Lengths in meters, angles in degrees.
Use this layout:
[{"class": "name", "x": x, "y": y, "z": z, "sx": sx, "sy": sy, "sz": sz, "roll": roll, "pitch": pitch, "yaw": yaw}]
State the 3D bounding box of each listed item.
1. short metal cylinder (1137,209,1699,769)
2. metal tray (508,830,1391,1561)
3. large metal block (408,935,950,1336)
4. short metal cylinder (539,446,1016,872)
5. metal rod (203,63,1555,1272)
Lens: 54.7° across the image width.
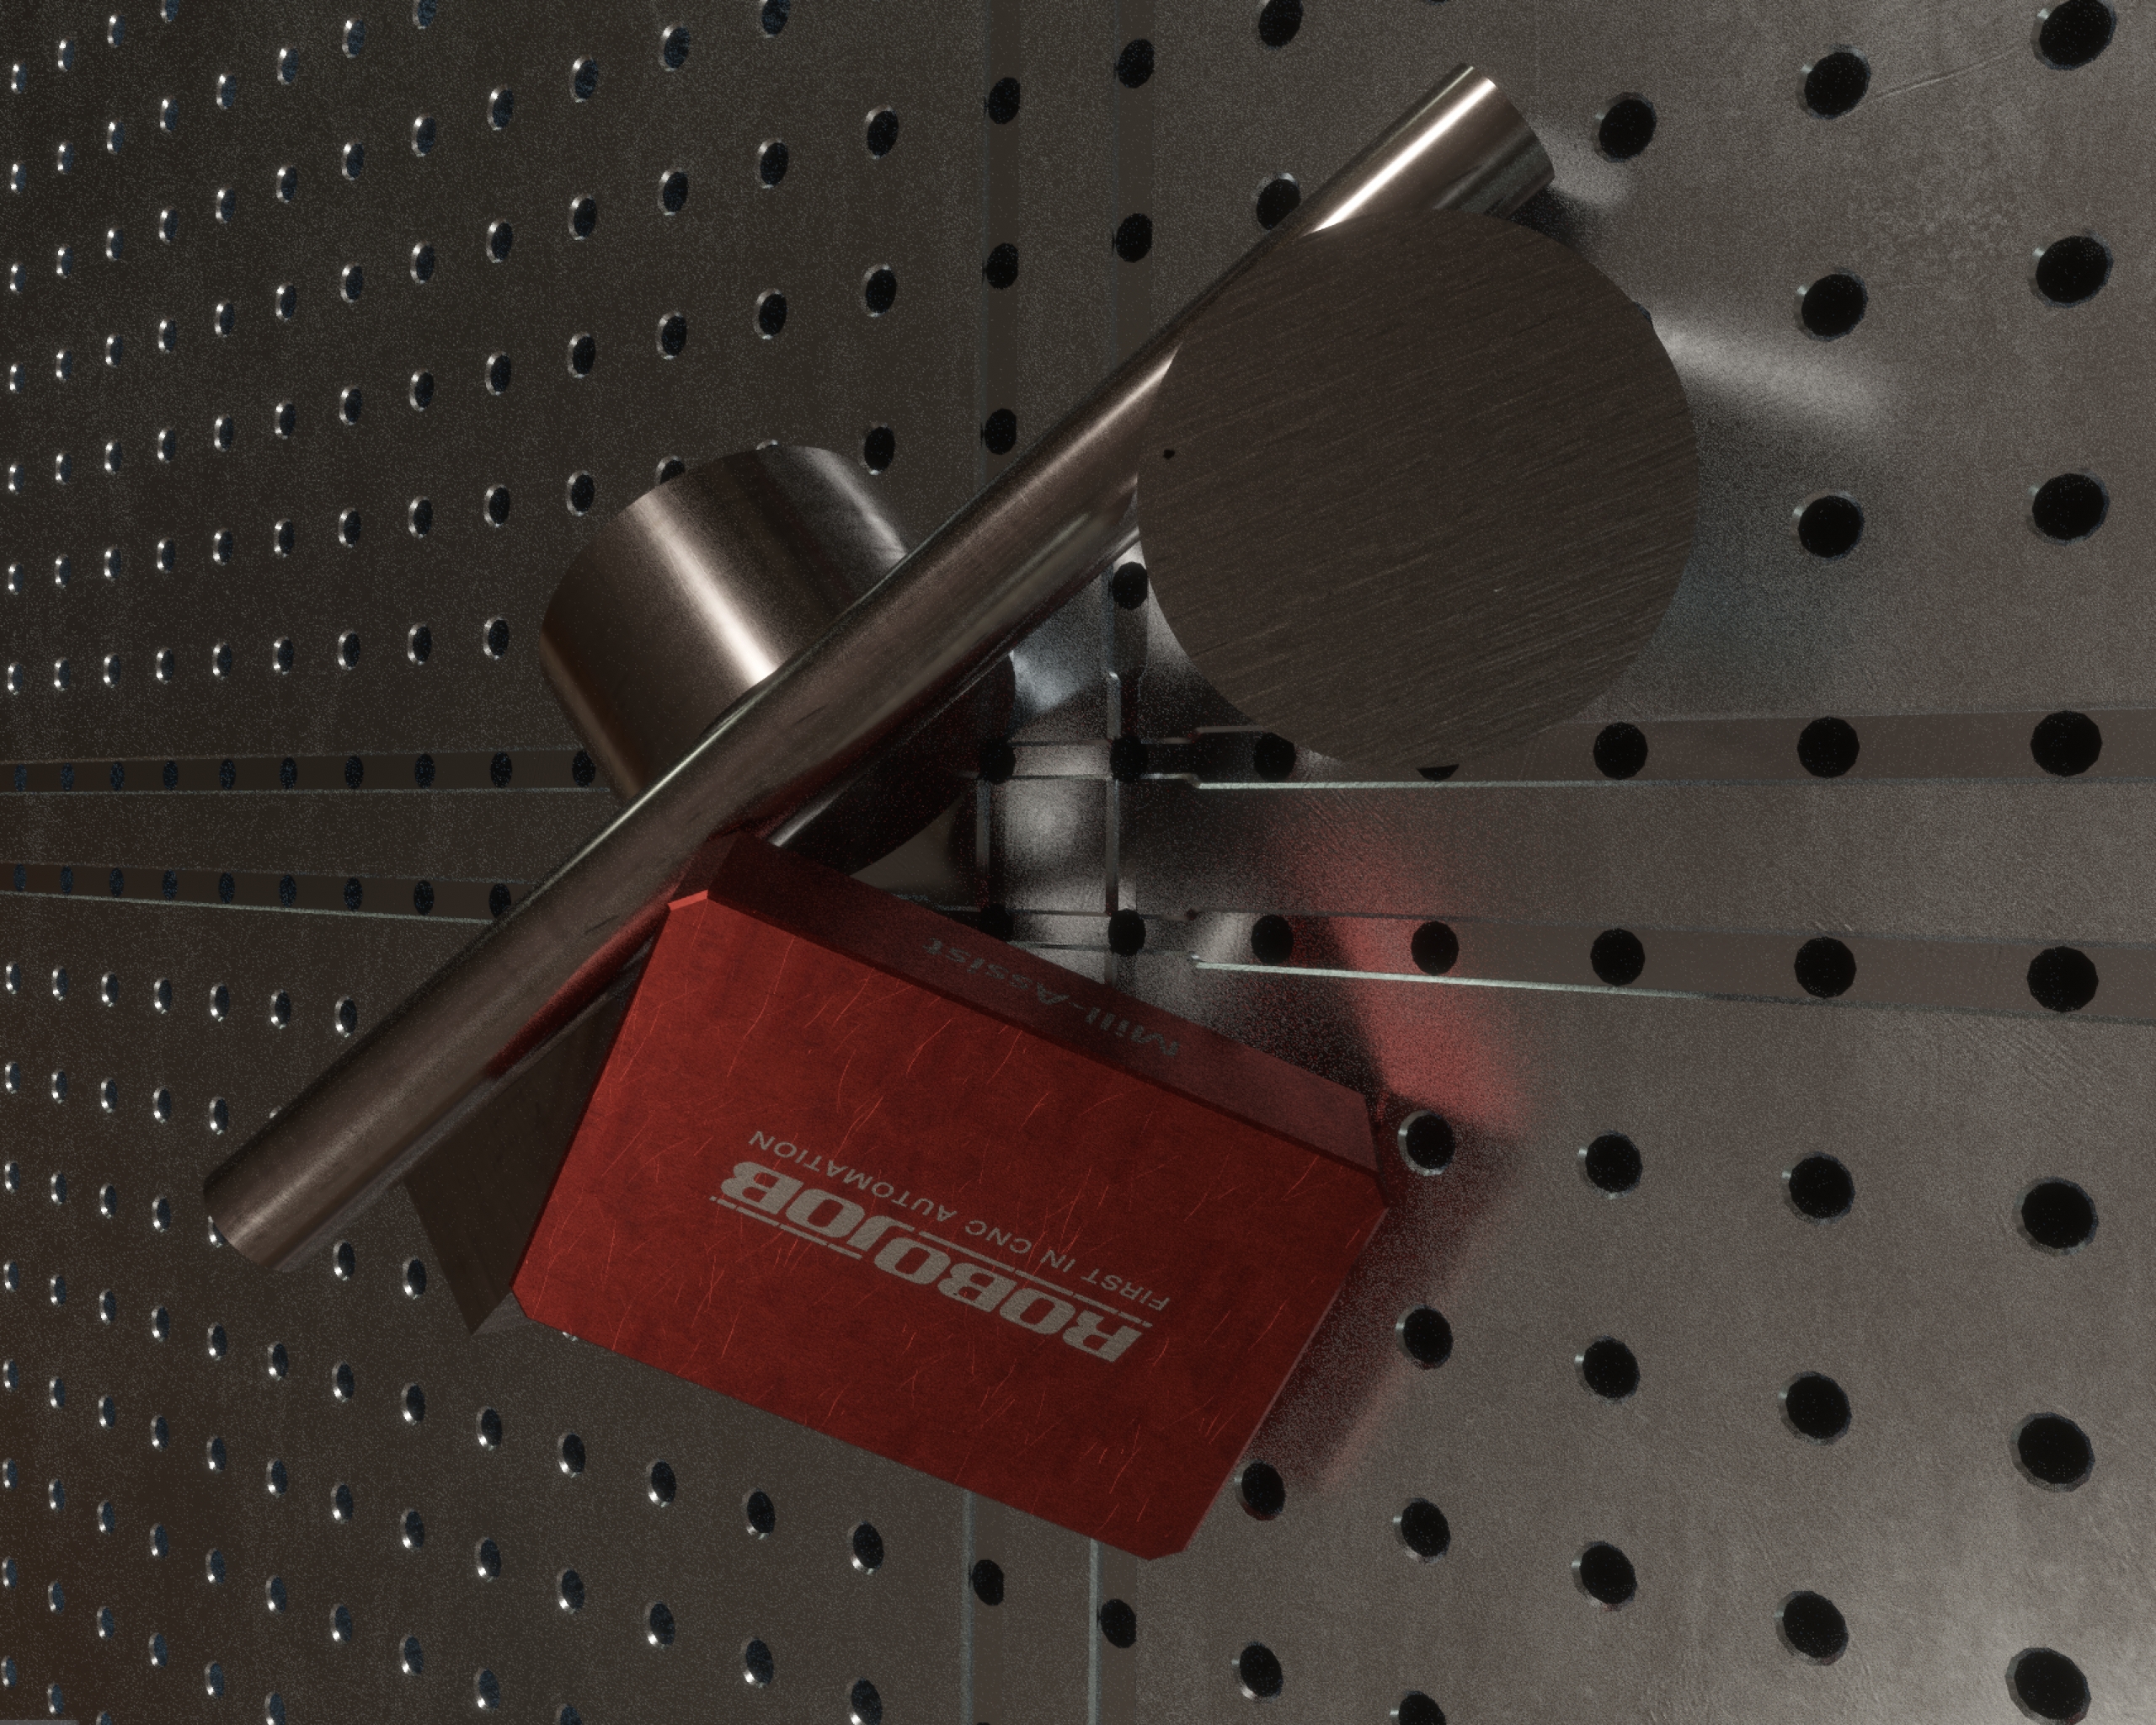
[{"class": "short metal cylinder", "x": 0.050, "y": -0.058, "z": 0.325, "sx": 0.080, "sy": 0.050, "sz": 0.079, "roll": 0, "pitch": 102, "yaw": 2}, {"class": "metal tray", "x": -0.023, "y": 0.061, "z": 0.371, "sx": 0.131, "sy": 0.030, "sz": 0.089, "roll": 24, "pitch": 110, "yaw": -7}, {"class": "large metal block", "x": -0.085, "y": 0.051, "z": 0.440, "sx": 0.080, "sy": 0.081, "sz": 0.050, "roll": -47, "pitch": 62, "yaw": 29}, {"class": "short metal cylinder", "x": -0.060, "y": -0.037, "z": 0.420, "sx": 0.080, "sy": 0.081, "sz": 0.050, "roll": -51, "pitch": 61, "yaw": 28}, {"class": "metal rod", "x": -0.042, "y": -0.028, "z": 0.372, "sx": 0.300, "sy": 0.025, "sz": 0.025, "roll": -40, "pitch": 64, "yaw": 9}]
